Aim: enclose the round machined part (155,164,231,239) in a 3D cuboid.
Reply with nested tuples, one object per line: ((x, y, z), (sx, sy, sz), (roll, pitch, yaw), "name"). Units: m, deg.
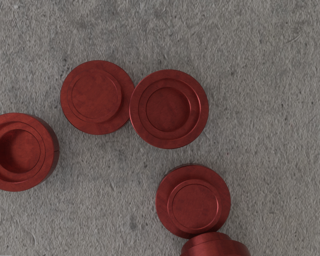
((0.043, 0.097, 0.402), (0.099, 0.042, 0.097), (0, 90, 0), "round machined part")

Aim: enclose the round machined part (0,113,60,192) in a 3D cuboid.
((-0.178, 0.030, 0.400), (0.099, 0.042, 0.097), (0, 90, 0), "round machined part")

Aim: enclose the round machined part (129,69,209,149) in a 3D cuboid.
((0.009, -0.023, 0.397), (0.099, 0.042, 0.097), (0, 92, -8), "round machined part")

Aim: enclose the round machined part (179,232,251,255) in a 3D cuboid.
((0.063, 0.168, 0.386), (0.099, 0.042, 0.097), (-5, 127, -7), "round machined part")

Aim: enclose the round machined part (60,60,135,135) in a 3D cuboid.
((-0.080, -0.040, 0.401), (0.099, 0.042, 0.097), (0, 90, 0), "round machined part")
